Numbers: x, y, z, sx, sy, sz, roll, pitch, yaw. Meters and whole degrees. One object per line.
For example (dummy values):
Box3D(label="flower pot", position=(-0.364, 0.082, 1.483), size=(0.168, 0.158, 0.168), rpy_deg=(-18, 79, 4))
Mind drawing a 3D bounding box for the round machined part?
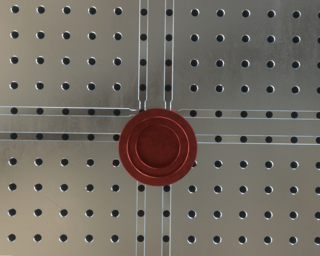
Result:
Box3D(label="round machined part", position=(-0.003, 0.024, 0.405), size=(0.099, 0.042, 0.097), rpy_deg=(0, 90, -1))
